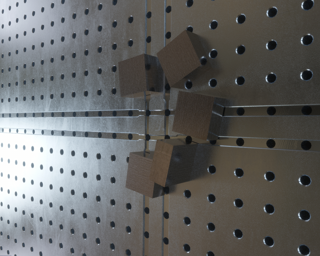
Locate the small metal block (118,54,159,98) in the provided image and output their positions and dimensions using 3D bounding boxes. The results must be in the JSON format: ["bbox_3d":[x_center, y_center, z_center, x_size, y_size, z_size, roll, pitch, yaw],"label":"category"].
[{"bbox_3d":[-0.030,-0.071,0.432,0.050,0.025,0.050,-7,85,39],"label":"small metal block"}]

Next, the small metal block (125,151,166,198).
[{"bbox_3d":[-0.018,0.062,0.422,0.050,0.025,0.050,12,98,39],"label":"small metal block"}]

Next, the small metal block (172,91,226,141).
[{"bbox_3d":[0.046,-0.015,0.370,0.050,0.025,0.050,16,100,38],"label":"small metal block"}]

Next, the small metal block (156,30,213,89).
[{"bbox_3d":[0.029,-0.084,0.384,0.050,0.025,0.050,-33,70,35],"label":"small metal block"}]

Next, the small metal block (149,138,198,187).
[{"bbox_3d":[0.017,0.041,0.378,0.025,0.050,0.050,19,102,38],"label":"small metal block"}]
